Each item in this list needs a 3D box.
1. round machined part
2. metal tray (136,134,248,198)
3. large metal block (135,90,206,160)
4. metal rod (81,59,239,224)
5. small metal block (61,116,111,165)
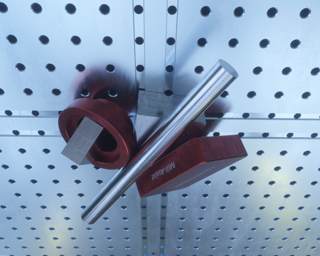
[{"bbox_3d":[-0.072,0.003,0.384,0.098,0.042,0.097,17,136,18],"label":"round machined part"},{"bbox_3d":[0.038,0.052,0.409,0.091,0.030,0.129,-2,154,-41],"label":"metal tray"},{"bbox_3d":[0.007,0.003,0.398,0.081,0.050,0.079,7,130,-6],"label":"large metal block"},{"bbox_3d":[-0.019,0.036,0.376,0.025,0.025,0.298,28,125,-22],"label":"metal rod"},{"bbox_3d":[-0.085,0.016,0.371,0.025,0.050,0.050,33,88,6],"label":"small metal block"}]
